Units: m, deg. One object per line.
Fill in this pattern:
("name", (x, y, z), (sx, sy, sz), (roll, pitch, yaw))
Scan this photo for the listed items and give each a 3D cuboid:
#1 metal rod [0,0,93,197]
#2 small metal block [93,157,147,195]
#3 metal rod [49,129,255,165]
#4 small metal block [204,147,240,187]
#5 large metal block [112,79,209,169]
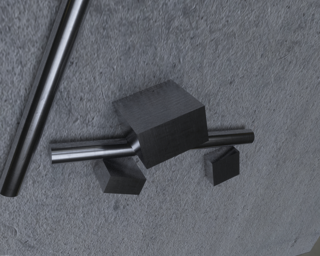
("metal rod", (-0.110, -0.056, 0.312), (0.025, 0.025, 0.298), (14, 111, -35))
("small metal block", (-0.053, 0.059, 0.400), (0.050, 0.050, 0.025), (12, 112, -34))
("metal rod", (0.008, 0.022, 0.426), (0.303, 0.025, 0.025), (-4, 120, -27))
("small metal block", (0.100, 0.060, 0.501), (0.050, 0.025, 0.050), (-22, 127, -16))
("large metal block", (0.000, -0.008, 0.368), (0.081, 0.080, 0.050), (-23, 127, -15))
